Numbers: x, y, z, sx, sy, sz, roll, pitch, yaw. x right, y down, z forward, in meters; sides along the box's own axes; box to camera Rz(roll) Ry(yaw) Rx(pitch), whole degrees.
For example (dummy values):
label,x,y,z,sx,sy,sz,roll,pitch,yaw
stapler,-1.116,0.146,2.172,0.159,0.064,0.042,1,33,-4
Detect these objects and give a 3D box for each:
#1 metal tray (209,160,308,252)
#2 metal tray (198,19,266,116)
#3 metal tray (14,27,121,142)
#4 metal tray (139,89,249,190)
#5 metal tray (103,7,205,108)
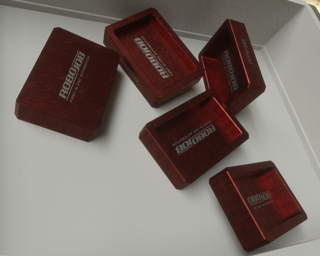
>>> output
label,x,y,z,sx,sy,sz,roll,pitch,yaw
metal tray,0.127,0.090,0.389,0.131,0.030,0.090,1,55,-47
metal tray,0.105,-0.089,0.476,0.030,0.090,0.130,7,59,-25
metal tray,-0.107,-0.056,0.380,0.091,0.030,0.130,21,54,-16
metal tray,0.049,0.011,0.416,0.131,0.030,0.090,-30,79,-33
metal tray,-0.009,-0.104,0.448,0.091,0.030,0.130,-33,80,-24
